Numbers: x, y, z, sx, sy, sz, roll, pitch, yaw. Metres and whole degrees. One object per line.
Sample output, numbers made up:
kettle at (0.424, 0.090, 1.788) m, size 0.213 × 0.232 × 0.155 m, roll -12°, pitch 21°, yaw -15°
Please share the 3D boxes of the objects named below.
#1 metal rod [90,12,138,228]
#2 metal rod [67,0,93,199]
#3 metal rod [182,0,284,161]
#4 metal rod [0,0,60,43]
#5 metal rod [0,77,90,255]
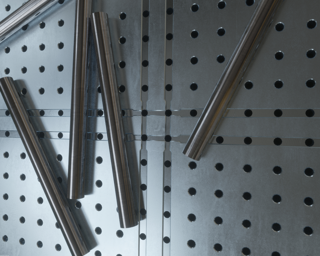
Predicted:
metal rod at (-0.065, -0.013, 0.434) m, size 0.025 × 0.025 × 0.298 m, roll -10°, pitch 87°, yaw 19°
metal rod at (-0.116, -0.048, 0.452) m, size 0.025 × 0.025 × 0.298 m, roll 3°, pitch 91°, yaw 19°
metal rod at (0.105, -0.096, 0.375) m, size 0.025 × 0.025 × 0.298 m, roll 29°, pitch 99°, yaw 17°
metal rod at (-0.191, -0.188, 0.478) m, size 0.300 × 0.025 × 0.025 m, roll -27°, pitch 82°, yaw 17°
metal rod at (-0.182, 0.055, 0.474) m, size 0.025 × 0.025 × 0.299 m, roll -30°, pitch 80°, yaw 17°
